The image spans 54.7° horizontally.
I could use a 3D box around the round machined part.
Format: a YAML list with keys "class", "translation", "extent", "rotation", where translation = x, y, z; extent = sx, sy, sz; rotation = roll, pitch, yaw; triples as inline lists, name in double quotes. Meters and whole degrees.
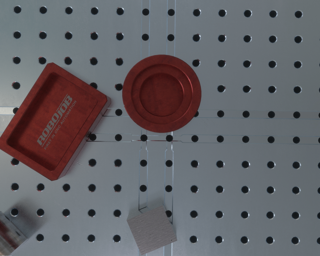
- class: "round machined part"
  translation: [0.002, -0.043, 0.405]
  extent: [0.099, 0.042, 0.097]
  rotation: [0, 90, 0]

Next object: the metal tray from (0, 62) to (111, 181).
- class: "metal tray"
  translation: [-0.137, -0.008, 0.409]
  extent: [0.090, 0.030, 0.130]
  rotation: [32, 90, 0]

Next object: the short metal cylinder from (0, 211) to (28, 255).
- class: "short metal cylinder"
  translation: [-0.215, 0.151, 0.384]
  extent: [0.080, 0.080, 0.050]
  rotation: [-44, 90, 0]

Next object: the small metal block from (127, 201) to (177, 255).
- class: "small metal block"
  translation: [-0.010, 0.132, 0.413]
  extent: [0.050, 0.025, 0.050]
  rotation: [-23, 90, 0]
